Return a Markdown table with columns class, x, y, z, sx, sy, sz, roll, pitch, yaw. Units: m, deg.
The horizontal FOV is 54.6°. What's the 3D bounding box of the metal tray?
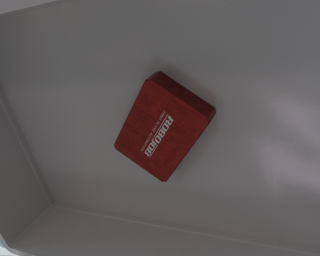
| class | x | y | z | sx | sy | sz | roll | pitch | yaw |
| --- | --- | --- | --- | --- | --- | --- | --- | --- | --- |
| metal tray | 0.002 | 0.003 | 0.407 | 0.090 | 0.030 | 0.129 | 35 | 129 | 5 |
